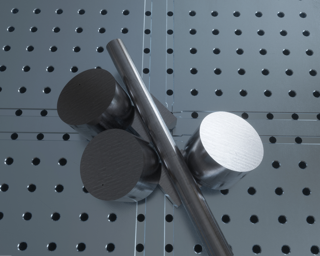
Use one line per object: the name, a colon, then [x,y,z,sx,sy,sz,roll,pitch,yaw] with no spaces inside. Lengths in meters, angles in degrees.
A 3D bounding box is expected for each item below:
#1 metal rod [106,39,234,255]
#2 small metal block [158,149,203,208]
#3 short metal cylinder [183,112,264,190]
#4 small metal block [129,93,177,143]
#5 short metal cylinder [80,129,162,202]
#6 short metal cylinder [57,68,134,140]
metal rod: [0.003,0.014,0.376,0.025,0.025,0.299,-24,72,-9]
small metal block: [0.024,0.063,0.385,0.050,0.025,0.050,-38,75,-13]
short metal cylinder: [0.074,0.027,0.372,0.081,0.050,0.080,11,53,-15]
small metal block: [-0.013,-0.009,0.411,0.050,0.025,0.050,-41,75,-14]
short metal cylinder: [-0.045,0.045,0.363,0.080,0.050,0.080,-6,73,21]
short metal cylinder: [-0.080,-0.028,0.389,0.080,0.050,0.080,-10,60,18]
